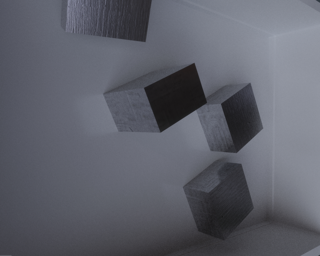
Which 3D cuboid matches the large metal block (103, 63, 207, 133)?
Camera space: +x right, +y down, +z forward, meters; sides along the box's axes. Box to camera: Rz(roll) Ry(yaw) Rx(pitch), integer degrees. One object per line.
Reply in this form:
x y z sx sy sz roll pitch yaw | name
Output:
-0.006 -0.035 0.368 0.081 0.080 0.050 -32 111 -36 | large metal block

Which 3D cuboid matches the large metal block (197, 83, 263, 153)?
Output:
0.110 -0.017 0.485 0.081 0.050 0.080 -34 111 -35 | large metal block

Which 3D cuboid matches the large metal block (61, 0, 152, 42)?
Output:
-0.055 -0.137 0.315 0.081 0.050 0.079 1 113 -24 | large metal block

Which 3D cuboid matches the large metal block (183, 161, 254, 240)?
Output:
0.090 0.106 0.469 0.081 0.050 0.080 -31 110 -36 | large metal block
